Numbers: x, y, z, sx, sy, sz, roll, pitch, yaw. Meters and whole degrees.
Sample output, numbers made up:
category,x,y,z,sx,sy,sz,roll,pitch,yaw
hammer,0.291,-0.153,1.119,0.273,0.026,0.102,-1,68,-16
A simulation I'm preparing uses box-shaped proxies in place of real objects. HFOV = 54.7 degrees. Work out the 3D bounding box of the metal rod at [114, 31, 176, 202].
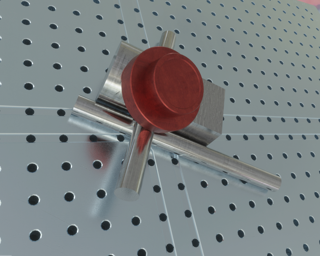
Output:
category,x,y,z,sx,sy,sz,roll,pitch,yaw
metal rod,-0.009,-0.042,0.405,0.025,0.025,0.300,25,45,-13

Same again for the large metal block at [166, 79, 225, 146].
category,x,y,z,sx,sy,sz,roll,pitch,yaw
large metal block,0.040,-0.027,0.427,0.080,0.050,0.080,23,53,-15

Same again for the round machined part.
category,x,y,z,sx,sy,sz,roll,pitch,yaw
round machined part,0.010,-0.045,0.347,0.099,0.042,0.097,7,78,-34

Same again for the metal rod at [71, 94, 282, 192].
category,x,y,z,sx,sy,sz,roll,pitch,yaw
metal rod,0.033,0.026,0.411,0.302,0.025,0.025,22,53,-15

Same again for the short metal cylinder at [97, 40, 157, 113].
category,x,y,z,sx,sy,sz,roll,pitch,yaw
short metal cylinder,-0.041,-0.063,0.389,0.050,0.080,0.080,23,53,-15
